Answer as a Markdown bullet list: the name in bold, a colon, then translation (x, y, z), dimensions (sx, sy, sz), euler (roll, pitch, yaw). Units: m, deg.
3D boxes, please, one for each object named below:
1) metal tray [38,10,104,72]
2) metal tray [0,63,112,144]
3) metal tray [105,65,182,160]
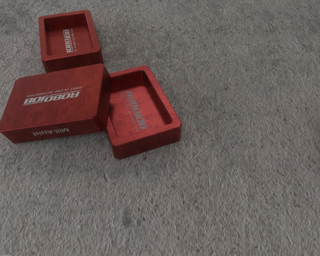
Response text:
- **metal tray**: translation (-0.152, -0.148, 0.523), dimensions (0.091, 0.030, 0.130), euler (-13, 51, -11)
- **metal tray**: translation (-0.132, -0.032, 0.401), dimensions (0.131, 0.030, 0.090), euler (-7, 55, 11)
- **metal tray**: translation (-0.037, -0.027, 0.421), dimensions (0.091, 0.030, 0.130), euler (-17, 52, -14)
